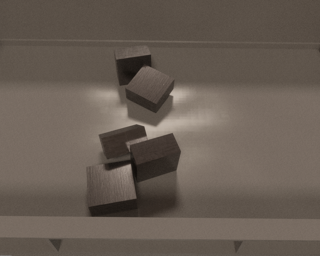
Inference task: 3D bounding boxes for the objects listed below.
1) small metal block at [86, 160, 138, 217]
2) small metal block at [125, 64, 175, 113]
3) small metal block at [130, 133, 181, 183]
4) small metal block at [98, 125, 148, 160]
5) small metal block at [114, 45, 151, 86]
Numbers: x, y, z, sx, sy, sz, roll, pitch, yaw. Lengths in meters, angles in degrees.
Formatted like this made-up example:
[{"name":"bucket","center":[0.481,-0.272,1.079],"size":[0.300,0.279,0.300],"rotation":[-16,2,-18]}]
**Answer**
[{"name":"small metal block","center":[-0.054,0.067,0.348],"size":[0.050,0.025,0.050],"rotation":[-8,51,-8]},{"name":"small metal block","center":[-0.014,-0.057,0.444],"size":[0.050,0.025,0.050],"rotation":[28,64,12]},{"name":"small metal block","center":[-0.006,0.035,0.357],"size":[0.050,0.050,0.025],"rotation":[-16,60,-13]},{"name":"small metal block","center":[-0.045,0.015,0.374],"size":[0.050,0.025,0.050],"rotation":[-16,7,-13]},{"name":"small metal block","center":[-0.040,-0.094,0.468],"size":[0.050,0.050,0.025],"rotation":[-11,51,-9]}]
